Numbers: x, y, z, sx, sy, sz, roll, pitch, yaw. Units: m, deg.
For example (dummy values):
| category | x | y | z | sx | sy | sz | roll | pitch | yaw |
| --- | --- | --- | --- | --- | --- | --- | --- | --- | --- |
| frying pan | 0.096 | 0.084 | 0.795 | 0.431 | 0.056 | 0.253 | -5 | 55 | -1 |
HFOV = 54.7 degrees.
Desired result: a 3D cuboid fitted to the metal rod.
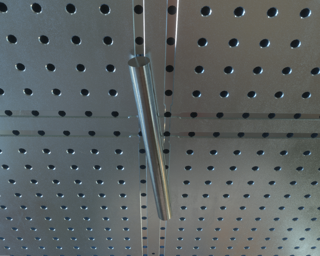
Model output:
| category | x | y | z | sx | sy | sz | roll | pitch | yaw |
| --- | --- | --- | --- | --- | --- | --- | --- | --- | --- |
| metal rod | -0.007 | 0.038 | 0.443 | 0.025 | 0.025 | 0.298 | -5 | 130 | 4 |
